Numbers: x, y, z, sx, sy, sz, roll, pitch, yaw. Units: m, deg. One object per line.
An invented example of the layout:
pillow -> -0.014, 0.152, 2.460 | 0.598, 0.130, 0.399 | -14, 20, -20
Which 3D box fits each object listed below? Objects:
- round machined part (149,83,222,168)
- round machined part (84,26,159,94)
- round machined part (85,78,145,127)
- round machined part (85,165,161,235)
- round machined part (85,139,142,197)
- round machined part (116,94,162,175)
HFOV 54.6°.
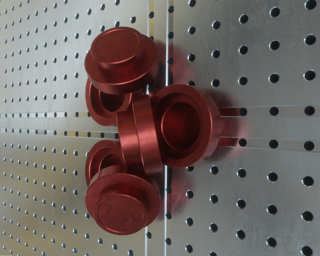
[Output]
round machined part -> 0.031, -0.003, 0.373 | 0.098, 0.042, 0.097 | 0, 90, 40
round machined part -> -0.051, -0.094, 0.406 | 0.098, 0.042, 0.098 | -4, 56, 6
round machined part -> -0.061, -0.051, 0.449 | 0.098, 0.042, 0.097 | 0, 90, 40
round machined part -> -0.049, 0.099, 0.402 | 0.099, 0.042, 0.097 | 1, 117, 1
round machined part -> -0.062, 0.065, 0.450 | 0.098, 0.042, 0.097 | 0, 90, 40
round machined part -> -0.027, 0.010, 0.382 | 0.042, 0.098, 0.098 | -10, 81, -3
